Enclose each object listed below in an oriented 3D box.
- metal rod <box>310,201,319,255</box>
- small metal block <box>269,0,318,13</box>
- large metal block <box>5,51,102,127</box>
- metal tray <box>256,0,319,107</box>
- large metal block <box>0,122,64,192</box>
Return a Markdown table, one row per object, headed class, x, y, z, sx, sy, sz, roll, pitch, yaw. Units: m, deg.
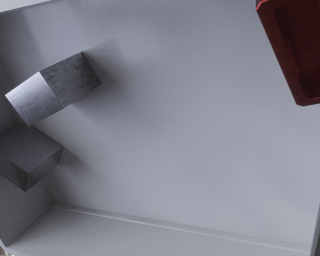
| class | x | y | z | sx | sy | sz | roll | pitch | yaw |
| --- | --- | --- | --- | --- | --- | --- | --- | --- | --- |
| metal rod | 0.157 | 0.064 | 0.276 | 0.025 | 0.025 | 0.298 | 8 | 111 | 23 |
| small metal block | 0.122 | -0.128 | 0.265 | 0.050 | 0.025 | 0.050 | 6 | 121 | 25 |
| large metal block | -0.140 | -0.052 | 0.413 | 0.080 | 0.080 | 0.050 | -20 | 108 | 35 |
| metal tray | 0.141 | -0.073 | 0.247 | 0.090 | 0.030 | 0.130 | -11 | 142 | 32 |
| large metal block | -0.223 | 0.046 | 0.516 | 0.080 | 0.080 | 0.050 | 33 | 128 | 6 |
